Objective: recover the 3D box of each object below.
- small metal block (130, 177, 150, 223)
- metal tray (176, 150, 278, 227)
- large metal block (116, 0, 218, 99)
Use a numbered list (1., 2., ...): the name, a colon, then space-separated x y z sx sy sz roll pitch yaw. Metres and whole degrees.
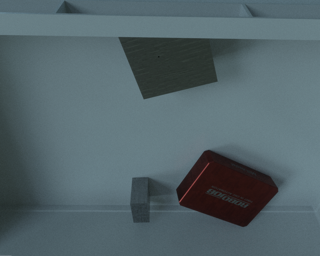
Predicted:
1. small metal block: -0.030 0.114 0.489 0.025 0.050 0.050 -2 130 1
2. metal tray: 0.103 0.097 0.478 0.131 0.030 0.089 24 114 -19
3. large metal block: 0.010 -0.084 0.321 0.080 0.050 0.080 -13 130 10
